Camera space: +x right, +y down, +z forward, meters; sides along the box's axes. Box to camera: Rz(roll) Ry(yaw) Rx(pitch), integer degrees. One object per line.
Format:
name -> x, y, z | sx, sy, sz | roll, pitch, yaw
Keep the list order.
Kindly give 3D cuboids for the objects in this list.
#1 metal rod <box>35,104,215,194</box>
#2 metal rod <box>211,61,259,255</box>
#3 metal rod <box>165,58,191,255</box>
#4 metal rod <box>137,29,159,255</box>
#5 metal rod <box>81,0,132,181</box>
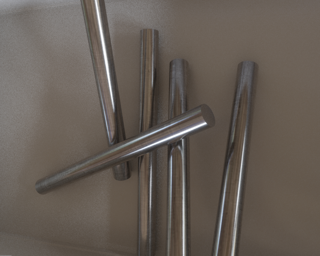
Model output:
metal rod -> -0.066, 0.038, 0.390 | 0.299, 0.025, 0.025 | -24, 82, 34
metal rod -> 0.075, 0.061, 0.317 | 0.025, 0.025, 0.299 | 5, 66, 19
metal rod -> 0.020, 0.052, 0.339 | 0.025, 0.025, 0.299 | -8, 63, 19
metal rod -> -0.016, 0.020, 0.415 | 0.025, 0.025, 0.298 | 1, 90, 19
metal rod -> -0.065, -0.068, 0.365 | 0.025, 0.025, 0.298 | 4, 117, 19
